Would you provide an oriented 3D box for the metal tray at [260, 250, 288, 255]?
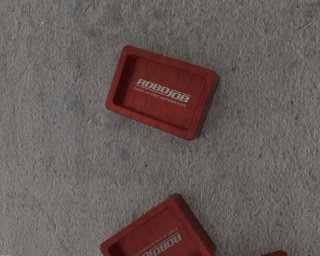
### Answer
[{"bbox_3d":[0.101,0.205,0.359,0.130,0.030,0.090,-25,95,18],"label":"metal tray"}]

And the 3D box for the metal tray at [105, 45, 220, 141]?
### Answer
[{"bbox_3d":[0.001,-0.047,0.405,0.130,0.030,0.089,21,97,18],"label":"metal tray"}]

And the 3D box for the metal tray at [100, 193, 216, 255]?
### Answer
[{"bbox_3d":[-0.005,0.158,0.407,0.130,0.030,0.090,-38,78,16],"label":"metal tray"}]
